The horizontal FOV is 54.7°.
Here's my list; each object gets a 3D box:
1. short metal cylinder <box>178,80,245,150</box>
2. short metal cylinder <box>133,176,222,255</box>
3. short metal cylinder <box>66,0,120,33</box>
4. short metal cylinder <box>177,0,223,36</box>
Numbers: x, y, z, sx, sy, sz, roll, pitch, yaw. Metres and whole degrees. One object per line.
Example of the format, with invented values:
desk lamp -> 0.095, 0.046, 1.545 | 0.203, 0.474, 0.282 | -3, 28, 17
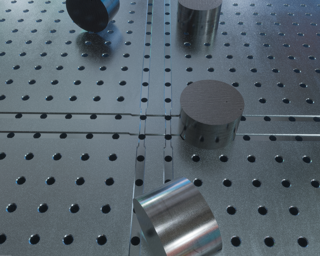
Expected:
short metal cylinder -> 0.065, -0.018, 0.408 | 0.081, 0.050, 0.080 | 0, 50, 0
short metal cylinder -> 0.014, 0.093, 0.294 | 0.050, 0.080, 0.080 | -23, 54, -18
short metal cylinder -> -0.120, -0.220, 0.556 | 0.080, 0.080, 0.050 | 14, 52, 11
short metal cylinder -> 0.071, -0.216, 0.574 | 0.081, 0.050, 0.080 | 0, 50, 0
